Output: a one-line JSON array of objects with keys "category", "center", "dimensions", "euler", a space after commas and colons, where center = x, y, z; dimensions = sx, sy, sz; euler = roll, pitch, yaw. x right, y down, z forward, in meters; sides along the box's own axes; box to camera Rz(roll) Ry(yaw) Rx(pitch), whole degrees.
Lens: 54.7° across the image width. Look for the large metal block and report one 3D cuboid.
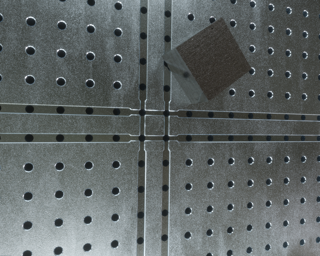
[{"category": "large metal block", "center": [0.063, -0.090, 0.424], "dimensions": [0.080, 0.050, 0.080], "euler": [-37, 102, -16]}]
